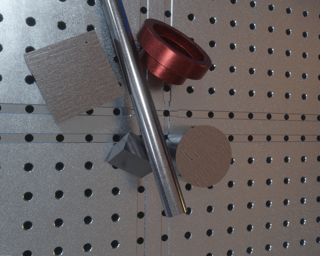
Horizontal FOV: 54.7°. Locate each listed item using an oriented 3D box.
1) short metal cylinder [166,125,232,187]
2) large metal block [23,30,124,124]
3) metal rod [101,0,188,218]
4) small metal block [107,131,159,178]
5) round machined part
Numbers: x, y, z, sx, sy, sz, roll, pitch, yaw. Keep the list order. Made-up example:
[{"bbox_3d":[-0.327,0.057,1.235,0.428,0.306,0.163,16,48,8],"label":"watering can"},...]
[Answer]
[{"bbox_3d":[0.048,0.036,0.419,0.081,0.050,0.079,0,90,-21],"label":"short metal cylinder"},{"bbox_3d":[-0.100,-0.057,0.363,0.081,0.050,0.080,-26,99,-18],"label":"large metal block"},{"bbox_3d":[-0.025,-0.045,0.367,0.025,0.025,0.299,-14,81,-20],"label":"metal rod"},{"bbox_3d":[-0.030,0.035,0.386,0.050,0.050,0.025,28,54,-18],"label":"small metal block"},{"bbox_3d":[0.013,-0.091,0.390,0.099,0.098,0.042,26,121,-19],"label":"round machined part"}]
